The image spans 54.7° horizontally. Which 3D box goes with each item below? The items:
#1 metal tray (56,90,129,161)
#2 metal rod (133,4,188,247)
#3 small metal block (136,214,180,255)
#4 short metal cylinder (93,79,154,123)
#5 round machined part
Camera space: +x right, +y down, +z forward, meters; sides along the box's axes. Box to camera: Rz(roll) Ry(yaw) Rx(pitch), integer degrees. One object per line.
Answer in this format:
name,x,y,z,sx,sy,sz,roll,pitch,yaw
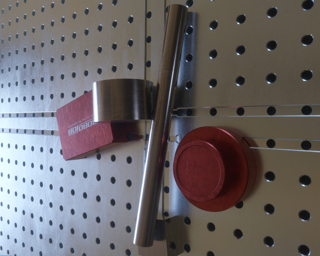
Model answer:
metal tray,-0.113,-0.005,0.497,0.130,0.030,0.090,-21,77,37
metal rod,0.001,-0.003,0.388,0.025,0.025,0.298,8,90,39
small metal block,-0.004,0.143,0.410,0.050,0.025,0.050,-9,85,39
short metal cylinder,-0.048,-0.033,0.411,0.080,0.081,0.050,-4,88,39
round machined part,0.054,0.047,0.353,0.098,0.042,0.097,0,90,39
